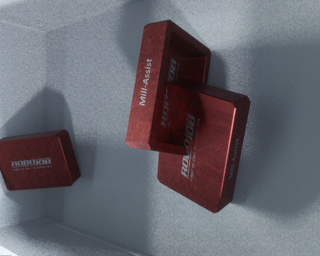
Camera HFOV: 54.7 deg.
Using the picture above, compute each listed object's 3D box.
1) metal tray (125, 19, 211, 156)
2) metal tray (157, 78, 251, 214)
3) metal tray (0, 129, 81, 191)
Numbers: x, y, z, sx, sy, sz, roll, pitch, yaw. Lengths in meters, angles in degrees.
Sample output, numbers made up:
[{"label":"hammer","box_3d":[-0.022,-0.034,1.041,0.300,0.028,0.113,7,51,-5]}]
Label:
[{"label":"metal tray","box_3d":[0.013,-0.037,0.337,0.030,0.090,0.129,4,83,38]},{"label":"metal tray","box_3d":[0.043,0.018,0.345,0.090,0.030,0.129,23,121,37]},{"label":"metal tray","box_3d":[-0.208,0.056,0.523,0.130,0.030,0.089,-7,105,16]}]
